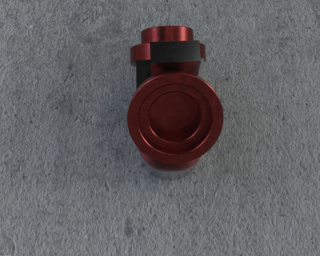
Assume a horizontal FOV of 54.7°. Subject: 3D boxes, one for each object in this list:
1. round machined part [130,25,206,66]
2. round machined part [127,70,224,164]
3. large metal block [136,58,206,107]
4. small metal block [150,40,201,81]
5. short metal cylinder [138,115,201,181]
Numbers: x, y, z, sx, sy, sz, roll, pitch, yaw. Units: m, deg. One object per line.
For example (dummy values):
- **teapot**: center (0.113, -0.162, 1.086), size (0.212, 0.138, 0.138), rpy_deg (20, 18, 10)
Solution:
- **round machined part**: center (0.010, -0.105, 0.405), size (0.099, 0.098, 0.042), rpy_deg (-2, 95, -1)
- **round machined part**: center (0.016, -0.014, 0.336), size (0.099, 0.042, 0.097), rpy_deg (-1, 109, -1)
- **large metal block**: center (0.013, -0.045, 0.396), size (0.081, 0.080, 0.050), rpy_deg (-2, 70, -1)
- **small metal block**: center (0.015, -0.069, 0.336), size (0.050, 0.050, 0.025), rpy_deg (-3, 70, -1)
- **short metal cylinder**: center (0.013, 0.022, 0.389), size (0.081, 0.050, 0.080), rpy_deg (0, 70, 0)
